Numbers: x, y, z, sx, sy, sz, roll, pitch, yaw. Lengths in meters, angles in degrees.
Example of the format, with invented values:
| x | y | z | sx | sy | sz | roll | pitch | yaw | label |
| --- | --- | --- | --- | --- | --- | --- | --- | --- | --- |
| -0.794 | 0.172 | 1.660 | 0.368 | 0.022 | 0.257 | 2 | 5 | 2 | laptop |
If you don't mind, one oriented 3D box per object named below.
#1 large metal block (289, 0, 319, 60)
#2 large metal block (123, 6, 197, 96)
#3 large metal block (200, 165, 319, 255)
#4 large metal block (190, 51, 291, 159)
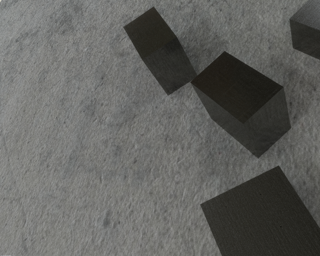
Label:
| x | y | z | sx | sy | sz | roll | pitch | yaw | label |
| --- | --- | --- | --- | --- | --- | --- | --- | --- | --- |
| 0.210 | -0.120 | 0.351 | 0.080 | 0.050 | 0.080 | -45 | 51 | -3 | large metal block |
| 0.001 | -0.106 | 0.432 | 0.050 | 0.080 | 0.080 | -33 | 52 | 7 | large metal block |
| 0.095 | 0.094 | 0.280 | 0.080 | 0.050 | 0.080 | -29 | 52 | 9 | large metal block |
| 0.089 | -0.024 | 0.336 | 0.050 | 0.080 | 0.080 | -43 | 51 | -1 | large metal block |
